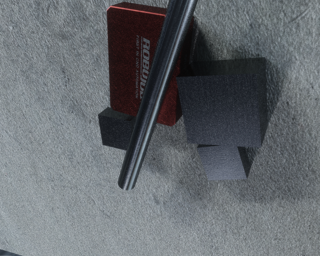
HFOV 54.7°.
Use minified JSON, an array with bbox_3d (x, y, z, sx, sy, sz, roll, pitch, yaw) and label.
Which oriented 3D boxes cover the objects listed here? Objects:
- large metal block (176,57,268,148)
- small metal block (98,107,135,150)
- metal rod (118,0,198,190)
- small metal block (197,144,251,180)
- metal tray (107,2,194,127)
[{"bbox_3d":[0.070,-0.028,0.336,0.080,0.050,0.079,2,120,27],"label":"large metal block"},{"bbox_3d":[-0.056,0.002,0.436,0.050,0.025,0.050,11,123,21],"label":"small metal block"},{"bbox_3d":[-0.008,-0.033,0.349,0.025,0.025,0.298,27,128,10],"label":"metal rod"},{"bbox_3d":[0.080,0.037,0.387,0.050,0.025,0.050,-8,115,31],"label":"small metal block"},{"bbox_3d":[-0.014,-0.073,0.365,0.090,0.030,0.129,16,125,18],"label":"metal tray"}]
